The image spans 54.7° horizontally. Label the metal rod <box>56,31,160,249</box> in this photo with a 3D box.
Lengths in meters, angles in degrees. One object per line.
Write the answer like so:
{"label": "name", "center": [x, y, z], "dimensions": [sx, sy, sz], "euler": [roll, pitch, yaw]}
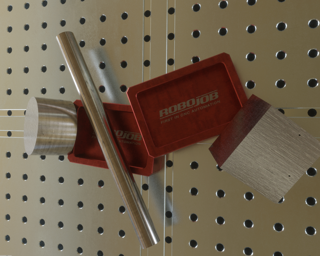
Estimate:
{"label": "metal rod", "center": [-0.071, 0.009, 0.406], "dimensions": [0.025, 0.025, 0.299], "euler": [-27, 81, 18]}

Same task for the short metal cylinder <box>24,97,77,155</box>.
{"label": "short metal cylinder", "center": [-0.155, -0.001, 0.435], "dimensions": [0.080, 0.050, 0.080], "euler": [-8, 80, 54]}

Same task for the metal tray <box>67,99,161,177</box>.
{"label": "metal tray", "center": [-0.062, 0.011, 0.431], "dimensions": [0.130, 0.030, 0.089], "euler": [7, 92, 19]}

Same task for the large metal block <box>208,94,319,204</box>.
{"label": "large metal block", "center": [0.115, 0.022, 0.340], "dimensions": [0.080, 0.050, 0.080], "euler": [33, 103, -15]}

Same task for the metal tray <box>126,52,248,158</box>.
{"label": "metal tray", "center": [0.036, -0.026, 0.377], "dimensions": [0.131, 0.030, 0.090], "euler": [-20, 83, 2]}
